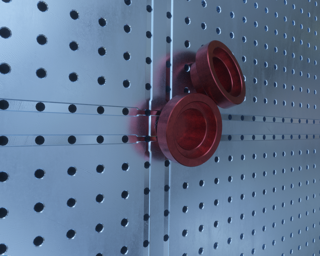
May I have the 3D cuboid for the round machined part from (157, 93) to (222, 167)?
[{"bbox_3d":[0.035,0.001,0.422,0.099,0.042,0.097,-5,99,-36],"label":"round machined part"}]

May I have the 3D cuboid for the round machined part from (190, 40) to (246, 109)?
[{"bbox_3d":[0.081,-0.074,0.452,0.098,0.042,0.098,24,56,-41],"label":"round machined part"}]
